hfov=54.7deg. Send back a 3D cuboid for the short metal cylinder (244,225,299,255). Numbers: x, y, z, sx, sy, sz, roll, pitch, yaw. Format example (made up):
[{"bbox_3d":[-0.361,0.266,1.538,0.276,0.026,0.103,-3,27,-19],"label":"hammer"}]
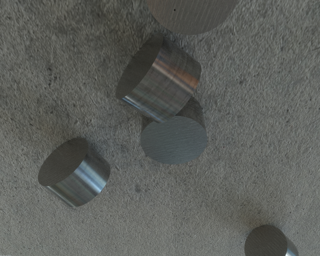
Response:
[{"bbox_3d":[0.203,0.226,0.565,0.080,0.080,0.050,-31,124,23],"label":"short metal cylinder"}]

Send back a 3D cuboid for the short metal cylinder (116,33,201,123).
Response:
[{"bbox_3d":[-0.003,-0.052,0.327,0.050,0.080,0.080,32,123,-24],"label":"short metal cylinder"}]

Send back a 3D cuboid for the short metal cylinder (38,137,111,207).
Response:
[{"bbox_3d":[-0.115,0.059,0.420,0.080,0.080,0.050,-22,127,18],"label":"short metal cylinder"}]

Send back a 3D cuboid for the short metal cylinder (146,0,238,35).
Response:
[{"bbox_3d":[0.027,-0.132,0.278,0.081,0.050,0.079,0,130,0],"label":"short metal cylinder"}]

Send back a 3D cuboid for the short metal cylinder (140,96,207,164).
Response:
[{"bbox_3d":[0.017,0.000,0.391,0.081,0.050,0.079,0,130,0],"label":"short metal cylinder"}]
